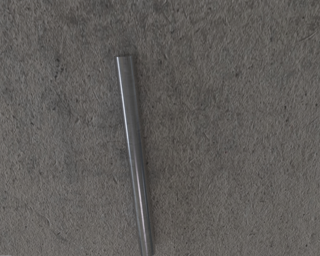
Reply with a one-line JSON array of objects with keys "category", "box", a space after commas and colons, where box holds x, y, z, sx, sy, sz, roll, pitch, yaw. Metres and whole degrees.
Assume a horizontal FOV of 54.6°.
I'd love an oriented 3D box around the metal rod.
[{"category": "metal rod", "box": [-0.031, 0.051, 0.428, 0.025, 0.025, 0.298, -4, 110, 1]}]
